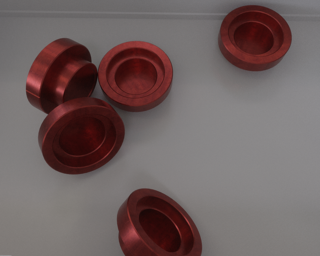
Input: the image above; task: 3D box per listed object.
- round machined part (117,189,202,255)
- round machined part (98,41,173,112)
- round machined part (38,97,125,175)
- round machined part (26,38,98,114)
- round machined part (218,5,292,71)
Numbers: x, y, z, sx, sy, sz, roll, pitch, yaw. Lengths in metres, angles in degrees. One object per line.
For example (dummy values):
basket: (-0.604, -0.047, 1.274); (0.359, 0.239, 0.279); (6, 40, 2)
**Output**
round machined part: (-0.005, 0.117, 0.338); (0.098, 0.098, 0.042); (44, 111, 14)
round machined part: (-0.032, -0.066, 0.424); (0.099, 0.042, 0.098); (0, 70, 0)
round machined part: (-0.096, 0.005, 0.375); (0.098, 0.098, 0.042); (-32, 46, -11)
round machined part: (-0.116, -0.059, 0.391); (0.042, 0.098, 0.098); (28, 73, 12)
round machined part: (0.132, -0.124, 0.447); (0.099, 0.042, 0.098); (0, 70, 0)
